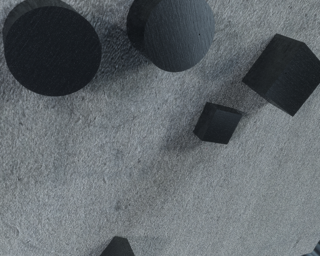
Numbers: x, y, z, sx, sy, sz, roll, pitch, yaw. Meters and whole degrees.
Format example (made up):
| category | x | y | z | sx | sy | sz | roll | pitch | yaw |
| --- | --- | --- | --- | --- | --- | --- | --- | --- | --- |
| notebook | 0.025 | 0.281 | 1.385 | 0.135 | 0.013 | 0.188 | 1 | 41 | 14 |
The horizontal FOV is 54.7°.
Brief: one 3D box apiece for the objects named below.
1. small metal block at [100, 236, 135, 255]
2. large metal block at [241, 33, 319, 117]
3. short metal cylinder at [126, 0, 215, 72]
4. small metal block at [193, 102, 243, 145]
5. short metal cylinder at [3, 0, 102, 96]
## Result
| category | x | y | z | sx | sy | sz | roll | pitch | yaw |
| --- | --- | --- | --- | --- | --- | --- | --- | --- | --- |
| small metal block | -0.067 | 0.207 | 0.483 | 0.025 | 0.050 | 0.050 | 30 | 102 | -38 |
| large metal block | 0.179 | -0.074 | 0.443 | 0.080 | 0.050 | 0.080 | 26 | 104 | -37 |
| short metal cylinder | 0.011 | -0.106 | 0.331 | 0.081 | 0.050 | 0.079 | -14 | 124 | -21 |
| small metal block | 0.083 | -0.006 | 0.449 | 0.050 | 0.025 | 0.050 | 10 | 114 | -33 |
| short metal cylinder | -0.101 | -0.076 | 0.289 | 0.081 | 0.050 | 0.079 | -14 | 124 | -21 |
